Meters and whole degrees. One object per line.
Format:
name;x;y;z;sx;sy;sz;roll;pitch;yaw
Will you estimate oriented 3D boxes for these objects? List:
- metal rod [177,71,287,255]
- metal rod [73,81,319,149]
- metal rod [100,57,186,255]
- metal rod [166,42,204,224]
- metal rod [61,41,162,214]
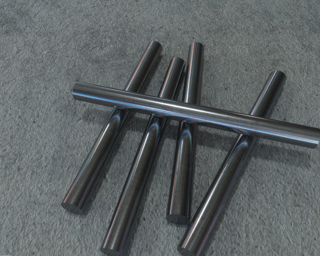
metal rod;0.103;0.023;0.384;0.025;0.025;0.301;24;54;19
metal rod;0.036;-0.019;0.384;0.301;0.025;0.025;12;51;10
metal rod;-0.009;0.010;0.394;0.025;0.025;0.300;11;51;9
metal rod;0.040;-0.018;0.418;0.025;0.025;0.300;6;50;5
metal rod;-0.051;-0.024;0.422;0.025;0.025;0.300;13;51;10
